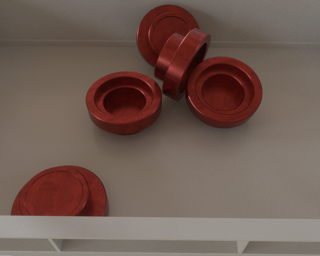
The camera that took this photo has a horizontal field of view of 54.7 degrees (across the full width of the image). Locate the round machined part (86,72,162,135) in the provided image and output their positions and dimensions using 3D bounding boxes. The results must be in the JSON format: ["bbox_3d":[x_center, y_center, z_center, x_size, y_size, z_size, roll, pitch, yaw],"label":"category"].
[{"bbox_3d":[-0.046,-0.029,0.418,0.099,0.042,0.098,0,50,0],"label":"round machined part"}]

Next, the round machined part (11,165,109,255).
[{"bbox_3d":[-0.106,0.080,0.326,0.099,0.042,0.098,0,50,0],"label":"round machined part"}]

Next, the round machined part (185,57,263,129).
[{"bbox_3d":[0.083,-0.044,0.420,0.099,0.042,0.098,1,68,-1],"label":"round machined part"}]

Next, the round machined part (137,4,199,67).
[{"bbox_3d":[0.015,-0.137,0.471,0.099,0.097,0.042,-8,10,-7],"label":"round machined part"}]

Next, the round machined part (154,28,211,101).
[{"bbox_3d":[0.027,-0.089,0.419,0.042,0.097,0.098,29,55,10],"label":"round machined part"}]
